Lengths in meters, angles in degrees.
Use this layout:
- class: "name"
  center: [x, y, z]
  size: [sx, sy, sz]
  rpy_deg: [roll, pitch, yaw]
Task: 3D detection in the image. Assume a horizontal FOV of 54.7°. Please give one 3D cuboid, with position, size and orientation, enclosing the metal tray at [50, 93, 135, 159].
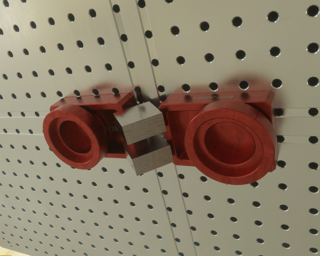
- class: "metal tray"
  center: [-0.090, -0.001, 0.456]
  size: [0.130, 0.030, 0.089]
  rpy_deg: [-1, 120, 28]

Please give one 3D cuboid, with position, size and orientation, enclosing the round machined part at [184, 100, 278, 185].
- class: "round machined part"
  center: [0.081, 0.013, 0.349]
  size: [0.098, 0.042, 0.097]
  rpy_deg: [13, 124, 21]

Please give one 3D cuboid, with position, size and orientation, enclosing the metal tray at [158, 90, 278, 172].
- class: "metal tray"
  center: [0.070, 0.004, 0.374]
  size: [0.130, 0.030, 0.089]
  rpy_deg: [1, 119, 27]

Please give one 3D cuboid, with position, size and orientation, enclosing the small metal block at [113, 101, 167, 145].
- class: "small metal block"
  center: [-0.026, -0.008, 0.386]
  size: [0.050, 0.050, 0.025]
  rpy_deg: [-135, 28, -61]

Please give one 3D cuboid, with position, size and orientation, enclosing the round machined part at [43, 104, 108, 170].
- class: "round machined part"
  center: [-0.117, 0.009, 0.451]
  size: [0.098, 0.042, 0.097]
  rpy_deg: [13, 124, 21]

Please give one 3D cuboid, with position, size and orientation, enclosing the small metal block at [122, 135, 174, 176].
- class: "small metal block"
  center: [-0.017, 0.032, 0.404]
  size: [0.050, 0.050, 0.025]
  rpy_deg: [-135, 28, -61]
